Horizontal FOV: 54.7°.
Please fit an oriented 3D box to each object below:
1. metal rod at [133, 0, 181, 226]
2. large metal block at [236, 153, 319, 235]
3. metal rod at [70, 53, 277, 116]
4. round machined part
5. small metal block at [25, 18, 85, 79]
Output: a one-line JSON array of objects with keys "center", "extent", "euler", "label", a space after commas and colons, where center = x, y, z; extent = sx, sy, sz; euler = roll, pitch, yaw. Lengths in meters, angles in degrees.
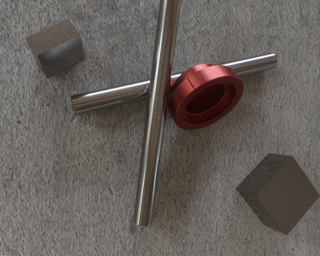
[{"center": [-0.004, -0.025, 0.385], "extent": [0.025, 0.025, 0.298], "euler": [5, 97, -20], "label": "metal rod"}, {"center": [0.176, 0.096, 0.463], "extent": [0.080, 0.050, 0.080], "euler": [-42, 104, -15], "label": "large metal block"}, {"center": [0.033, -0.065, 0.422], "extent": [0.302, 0.025, 0.025], "euler": [-16, 96, -20], "label": "metal rod"}, {"center": [0.054, -0.045, 0.402], "extent": [0.099, 0.097, 0.042], "euler": [-16, 57, -20], "label": "round machined part"}, {"center": [-0.116, -0.088, 0.350], "extent": [0.050, 0.050, 0.025], "euler": [-33, 78, -17], "label": "small metal block"}]
